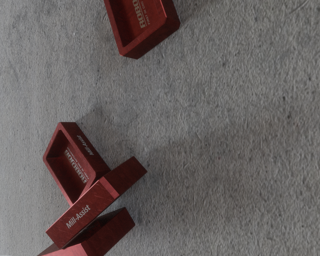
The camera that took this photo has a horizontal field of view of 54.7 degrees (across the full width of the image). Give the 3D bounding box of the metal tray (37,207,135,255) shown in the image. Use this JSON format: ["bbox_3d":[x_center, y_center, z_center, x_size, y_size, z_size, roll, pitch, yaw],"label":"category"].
[{"bbox_3d":[-0.109,0.164,0.449,0.130,0.091,0.030,-29,91,36],"label":"metal tray"}]

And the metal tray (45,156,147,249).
[{"bbox_3d":[-0.084,0.099,0.420,0.130,0.090,0.030,-44,84,24],"label":"metal tray"}]

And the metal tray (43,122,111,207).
[{"bbox_3d":[-0.143,0.062,0.520,0.130,0.030,0.089,47,118,30],"label":"metal tray"}]

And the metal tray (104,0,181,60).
[{"bbox_3d":[-0.032,-0.173,0.427,0.090,0.030,0.129,-28,73,36],"label":"metal tray"}]
